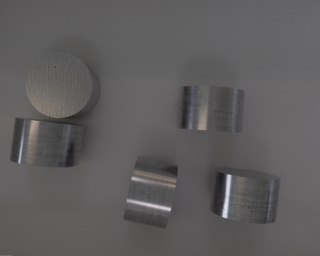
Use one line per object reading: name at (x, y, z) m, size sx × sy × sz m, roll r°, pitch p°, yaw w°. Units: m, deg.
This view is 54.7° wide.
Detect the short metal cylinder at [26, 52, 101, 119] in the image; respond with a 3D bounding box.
short metal cylinder at (-0.122, -0.052, 0.398) m, size 0.081 × 0.050 × 0.080 m, roll 0°, pitch 90°, yaw 0°

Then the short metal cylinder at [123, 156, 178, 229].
short metal cylinder at (-0.011, 0.079, 0.384) m, size 0.050 × 0.080 × 0.080 m, roll 12°, pitch 90°, yaw 0°

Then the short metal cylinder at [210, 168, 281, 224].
short metal cylinder at (0.105, 0.081, 0.385) m, size 0.080 × 0.080 × 0.050 m, roll 6°, pitch 90°, yaw 0°

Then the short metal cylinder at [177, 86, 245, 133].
short metal cylinder at (0.062, -0.022, 0.384) m, size 0.080 × 0.080 × 0.050 m, roll 4°, pitch 90°, yaw 0°

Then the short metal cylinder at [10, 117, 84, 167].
short metal cylinder at (-0.138, 0.017, 0.383) m, size 0.080 × 0.080 × 0.050 m, roll 7°, pitch 90°, yaw 0°
